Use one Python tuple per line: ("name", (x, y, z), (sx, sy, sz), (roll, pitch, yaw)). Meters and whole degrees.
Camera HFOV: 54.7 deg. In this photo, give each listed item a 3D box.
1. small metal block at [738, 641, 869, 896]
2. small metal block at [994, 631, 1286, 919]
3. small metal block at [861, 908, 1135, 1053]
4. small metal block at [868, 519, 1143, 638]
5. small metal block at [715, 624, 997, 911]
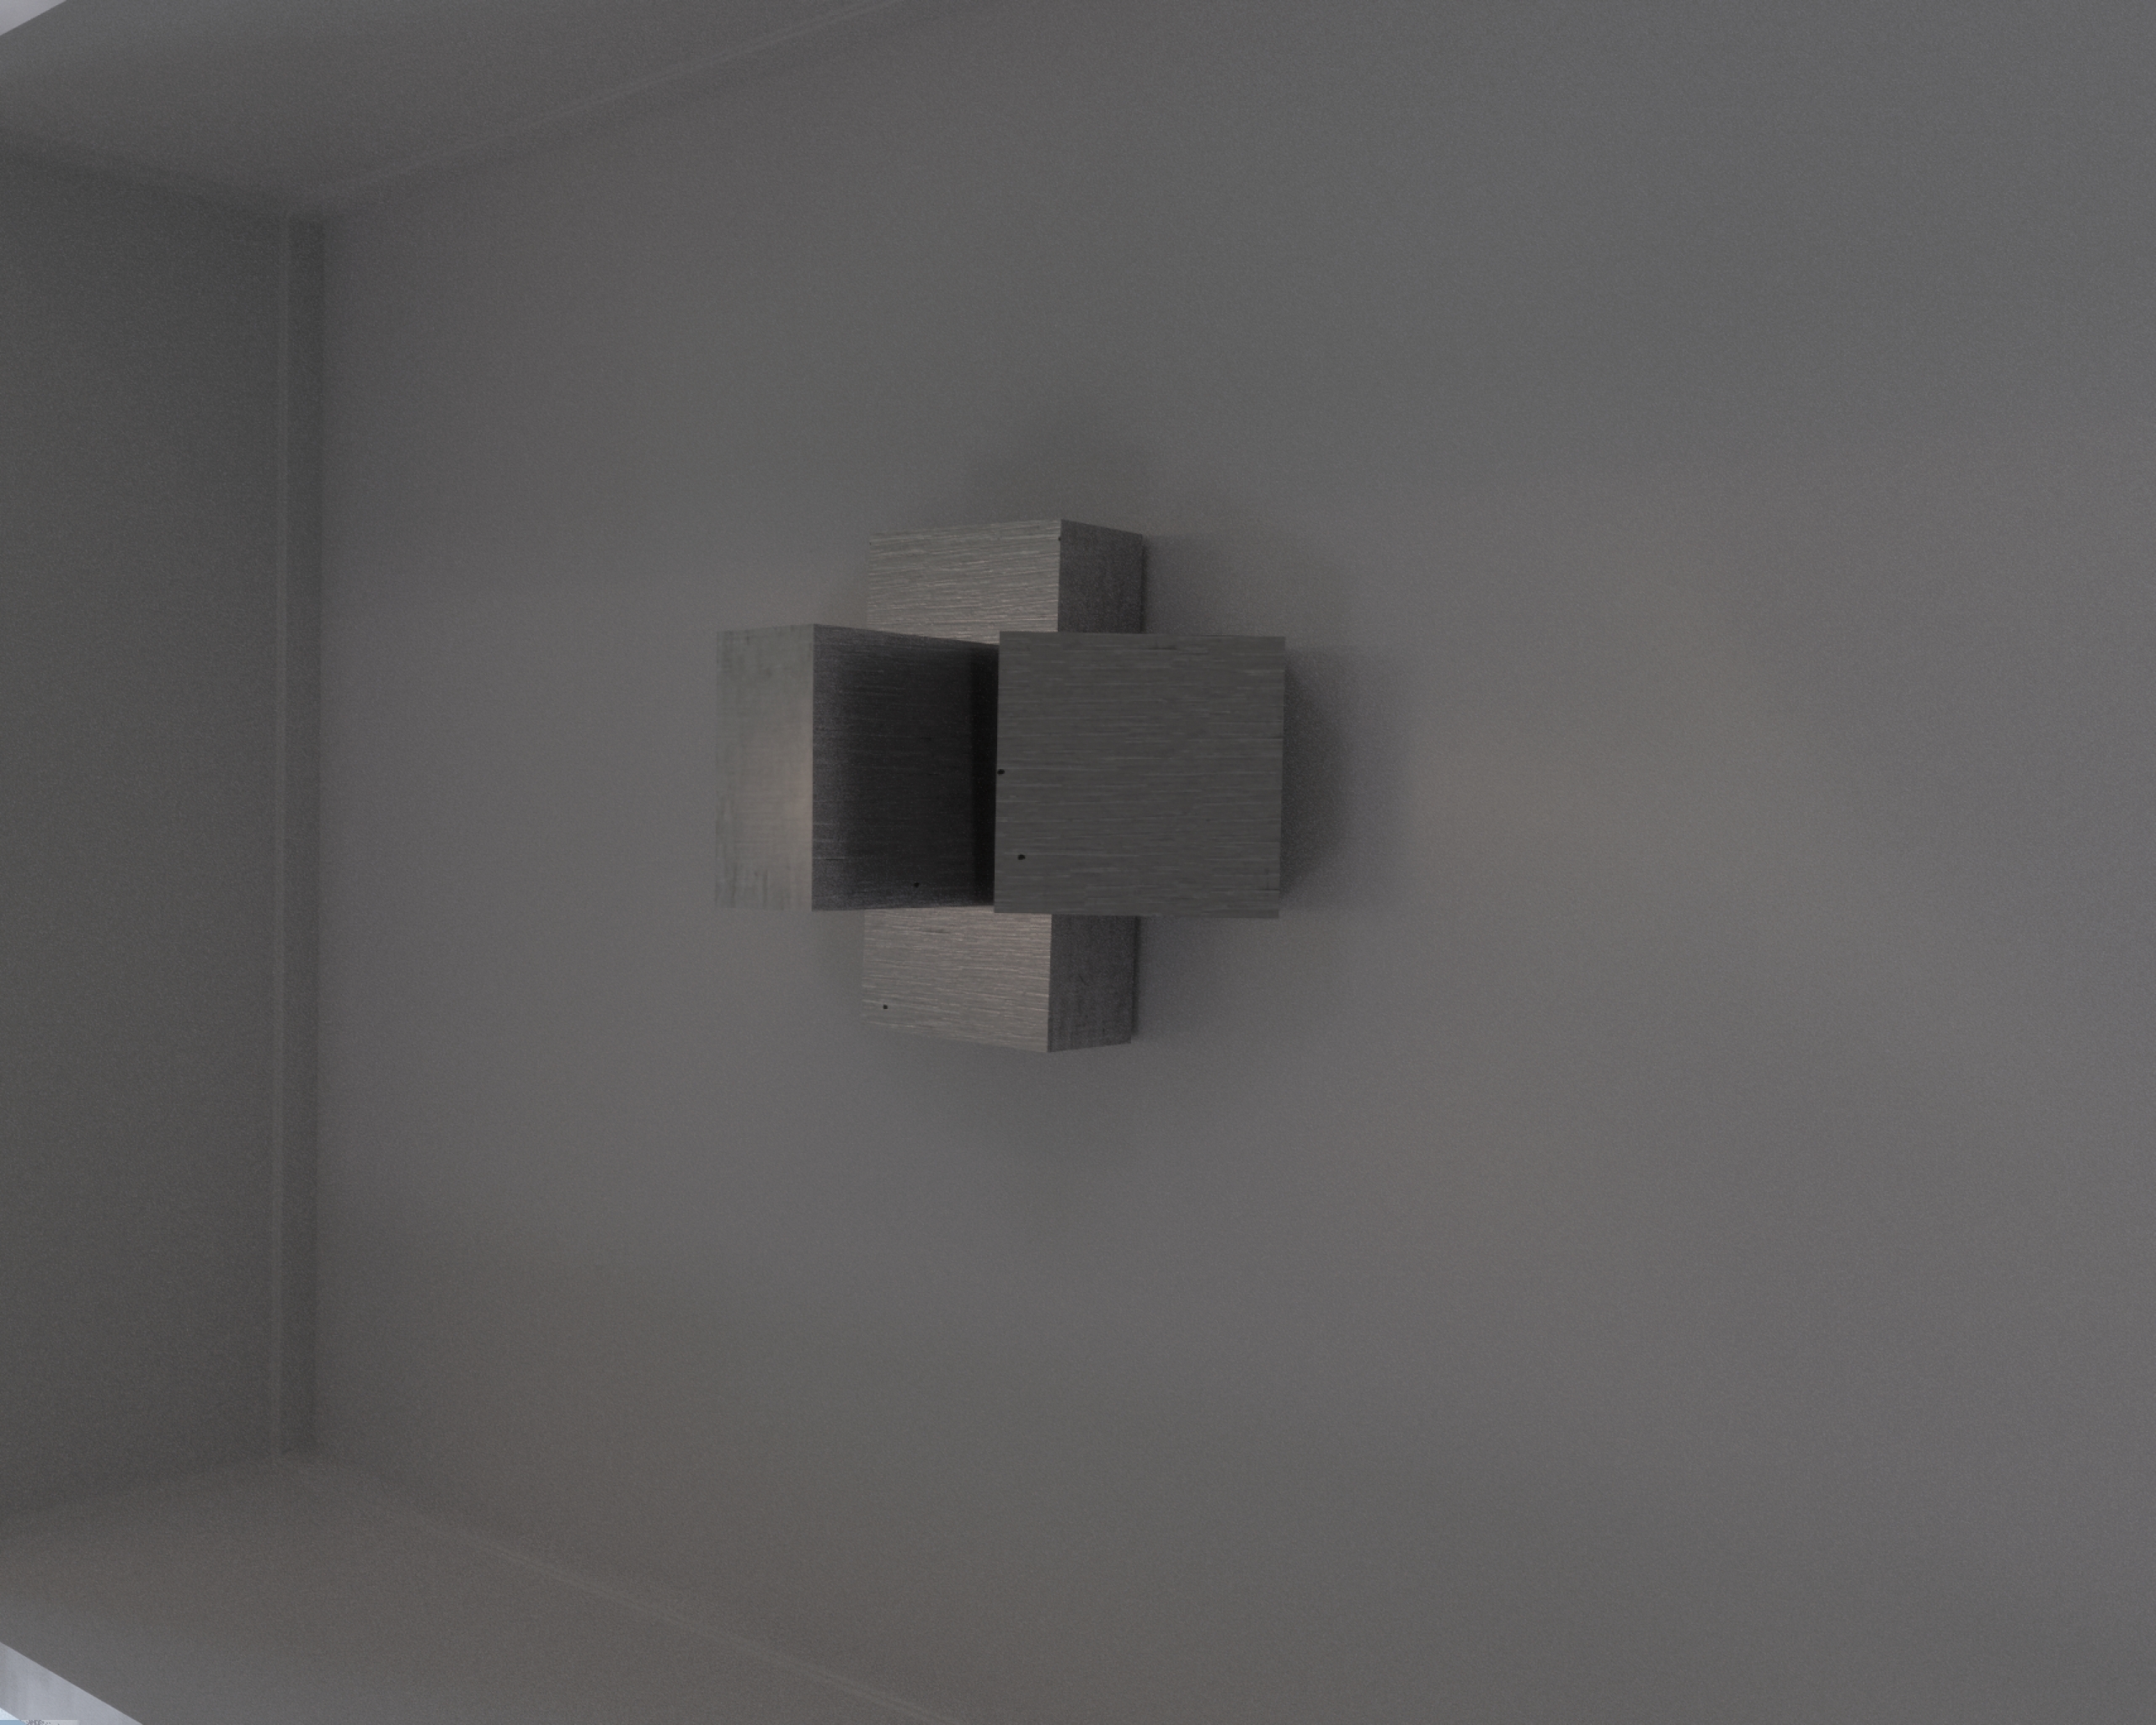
("small metal block", (-0.057, -0.019, 0.434), (0.050, 0.025, 0.050), (-172, 83, -83))
("small metal block", (0.011, -0.016, 0.380), (0.050, 0.025, 0.050), (1, 92, 0))
("small metal block", (-0.016, 0.010, 0.417), (0.050, 0.025, 0.050), (3, 92, 40))
("small metal block", (-0.015, -0.041, 0.416), (0.050, 0.025, 0.050), (3, 92, 39))
("small metal block", (-0.040, -0.017, 0.388), (0.025, 0.050, 0.050), (1, 91, 39))
